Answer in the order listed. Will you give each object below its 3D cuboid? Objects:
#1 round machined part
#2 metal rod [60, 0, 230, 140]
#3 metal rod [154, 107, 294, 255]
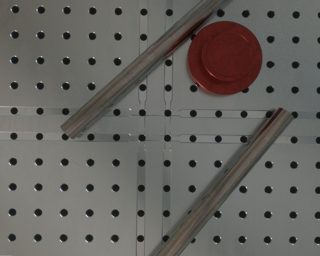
[{"bbox_3d":[0.086,-0.092,0.406,0.099,0.042,0.097,0,90,-1],"label":"round machined part"},{"bbox_3d":[-0.011,-0.094,0.413,0.300,0.025,0.025,-42,91,-1],"label":"metal rod"},{"bbox_3d":[0.073,0.095,0.414,0.025,0.025,0.300,40,90,-1],"label":"metal rod"}]
